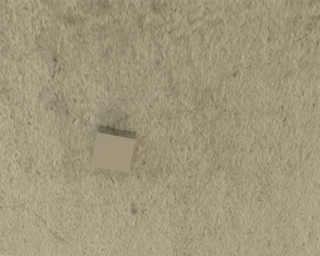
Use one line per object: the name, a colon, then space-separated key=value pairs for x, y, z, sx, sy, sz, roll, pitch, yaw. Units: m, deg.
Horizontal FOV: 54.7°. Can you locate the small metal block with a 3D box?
small metal block: x=-0.062 y=0.029 z=0.420 sx=0.050 sy=0.025 sz=0.050 roll=11 pitch=110 yaw=-5
